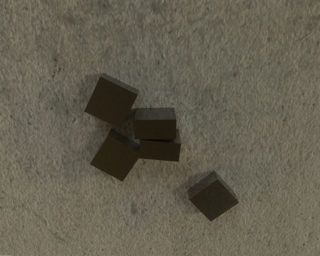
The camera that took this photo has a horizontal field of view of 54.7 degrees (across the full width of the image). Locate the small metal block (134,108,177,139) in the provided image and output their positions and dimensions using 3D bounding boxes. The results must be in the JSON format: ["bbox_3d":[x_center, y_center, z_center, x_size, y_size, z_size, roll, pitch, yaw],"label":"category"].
[{"bbox_3d":[-0.006,-0.007,0.394,0.050,0.050,0.025,-1,110,0],"label":"small metal block"}]

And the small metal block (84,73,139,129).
[{"bbox_3d":[-0.061,-0.035,0.396,0.050,0.025,0.050,26,108,-10],"label":"small metal block"}]

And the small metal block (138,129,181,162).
[{"bbox_3d":[-0.001,0.020,0.404,0.050,0.050,0.025,5,110,-3],"label":"small metal block"}]

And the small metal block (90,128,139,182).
[{"bbox_3d":[-0.059,0.037,0.423,0.050,0.025,0.050,31,107,-11],"label":"small metal block"}]

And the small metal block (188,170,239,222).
[{"bbox_3d":[0.076,0.098,0.447,0.050,0.025,0.050,-39,106,13],"label":"small metal block"}]
